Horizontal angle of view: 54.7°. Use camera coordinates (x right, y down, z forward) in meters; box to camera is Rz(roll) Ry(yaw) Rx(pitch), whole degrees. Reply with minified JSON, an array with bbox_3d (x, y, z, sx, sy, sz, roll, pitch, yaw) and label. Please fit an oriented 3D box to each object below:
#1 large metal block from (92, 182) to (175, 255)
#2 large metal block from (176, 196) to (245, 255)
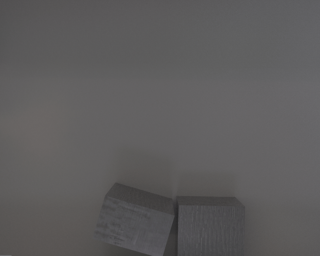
[{"bbox_3d":[-0.029,0.110,0.384,0.080,0.080,0.050,16,90,0],"label":"large metal block"},{"bbox_3d":[0.062,0.134,0.399,0.081,0.050,0.080,1,90,0],"label":"large metal block"}]
